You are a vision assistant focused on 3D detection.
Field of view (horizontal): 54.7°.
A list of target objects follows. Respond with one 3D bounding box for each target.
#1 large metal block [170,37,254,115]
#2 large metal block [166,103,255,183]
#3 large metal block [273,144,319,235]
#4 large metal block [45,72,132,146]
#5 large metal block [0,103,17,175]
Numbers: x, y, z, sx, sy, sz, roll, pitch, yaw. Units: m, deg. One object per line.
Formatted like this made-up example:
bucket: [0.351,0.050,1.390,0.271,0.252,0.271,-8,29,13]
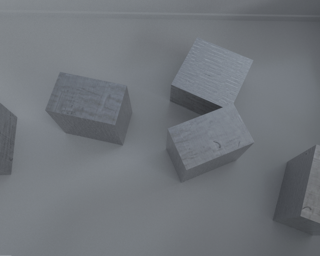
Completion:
large metal block: [0.068,-0.063,0.420,0.080,0.050,0.080,25,72,8]
large metal block: [0.055,0.021,0.373,0.080,0.080,0.050,-21,72,-8]
large metal block: [0.177,0.074,0.355,0.050,0.080,0.080,20,71,7]
large metal block: [-0.083,-0.021,0.387,0.080,0.080,0.050,12,71,4]
large metal block: [-0.234,0.017,0.387,0.081,0.050,0.080,-3,70,-2]
